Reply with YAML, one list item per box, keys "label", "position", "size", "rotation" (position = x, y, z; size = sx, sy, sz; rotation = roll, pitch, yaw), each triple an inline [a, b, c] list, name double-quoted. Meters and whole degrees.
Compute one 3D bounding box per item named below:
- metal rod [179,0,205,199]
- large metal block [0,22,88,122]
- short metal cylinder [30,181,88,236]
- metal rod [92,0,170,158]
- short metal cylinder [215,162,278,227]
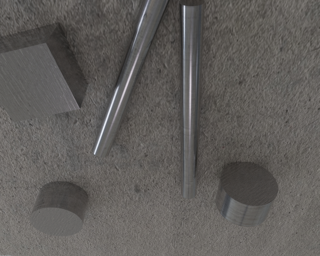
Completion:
- label: "metal rod"
  position: [0.039, -0.010, 0.399]
  size: [0.025, 0.025, 0.298]
  rotation: [-2, 130, 2]
- label: "large metal block"
  position: [-0.136, -0.059, 0.339]
  size: [0.080, 0.050, 0.080]
  rotation: [-11, 130, 8]
- label: "short metal cylinder"
  position: [-0.161, 0.131, 0.501]
  size: [0.081, 0.050, 0.079]
  rotation: [0, 130, 0]
- label: "metal rod"
  position: [-0.029, -0.074, 0.343]
  size: [0.025, 0.025, 0.298]
  rotation: [16, 128, -14]
- label: "short metal cylinder"
  position: [0.125, 0.096, 0.454]
  size: [0.081, 0.080, 0.050]
  rotation: [1, 130, -1]
